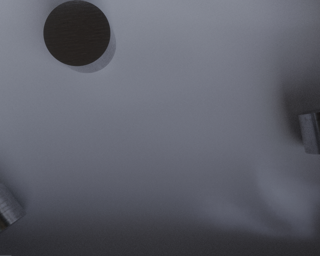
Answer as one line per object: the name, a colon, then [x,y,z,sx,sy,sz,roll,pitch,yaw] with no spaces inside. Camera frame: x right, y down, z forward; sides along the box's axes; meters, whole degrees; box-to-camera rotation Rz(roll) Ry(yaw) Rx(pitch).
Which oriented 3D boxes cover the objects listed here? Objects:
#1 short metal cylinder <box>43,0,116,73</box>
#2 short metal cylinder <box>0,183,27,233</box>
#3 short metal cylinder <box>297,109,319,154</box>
short metal cylinder: [-0.100,-0.114,0.398,0.081,0.050,0.079,0,90,-1]
short metal cylinder: [-0.215,0.112,0.381,0.080,0.080,0.050,-37,91,0]
short metal cylinder: [0.219,-0.001,0.387,0.080,0.080,0.050,-12,90,0]
